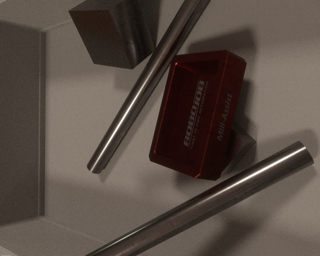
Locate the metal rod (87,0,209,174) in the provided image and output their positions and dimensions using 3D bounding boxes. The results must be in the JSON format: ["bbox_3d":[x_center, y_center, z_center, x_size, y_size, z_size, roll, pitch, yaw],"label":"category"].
[{"bbox_3d":[-0.027,-0.048,0.427,0.025,0.025,0.298,49,118,28],"label":"metal rod"}]

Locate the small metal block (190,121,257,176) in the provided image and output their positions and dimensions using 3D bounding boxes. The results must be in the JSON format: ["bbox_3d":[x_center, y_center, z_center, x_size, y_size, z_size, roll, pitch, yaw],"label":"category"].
[{"bbox_3d":[0.070,0.018,0.348,0.050,0.025,0.050,48,118,29],"label":"small metal block"}]

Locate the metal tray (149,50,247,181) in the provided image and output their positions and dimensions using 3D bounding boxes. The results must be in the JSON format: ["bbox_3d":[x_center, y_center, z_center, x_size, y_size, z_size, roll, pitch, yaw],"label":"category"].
[{"bbox_3d":[0.038,-0.016,0.342,0.090,0.030,0.129,12,88,54],"label":"metal tray"}]

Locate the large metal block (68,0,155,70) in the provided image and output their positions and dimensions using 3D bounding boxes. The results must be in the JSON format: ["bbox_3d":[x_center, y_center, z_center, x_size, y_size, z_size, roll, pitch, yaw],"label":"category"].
[{"bbox_3d":[-0.062,-0.130,0.414,0.080,0.050,0.080,16,141,38],"label":"large metal block"}]

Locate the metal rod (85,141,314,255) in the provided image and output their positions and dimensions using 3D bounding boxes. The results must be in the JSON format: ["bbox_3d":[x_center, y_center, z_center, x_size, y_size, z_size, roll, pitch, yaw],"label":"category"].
[{"bbox_3d":[0.012,0.098,0.320,0.300,0.025,0.025,-31,69,10],"label":"metal rod"}]
